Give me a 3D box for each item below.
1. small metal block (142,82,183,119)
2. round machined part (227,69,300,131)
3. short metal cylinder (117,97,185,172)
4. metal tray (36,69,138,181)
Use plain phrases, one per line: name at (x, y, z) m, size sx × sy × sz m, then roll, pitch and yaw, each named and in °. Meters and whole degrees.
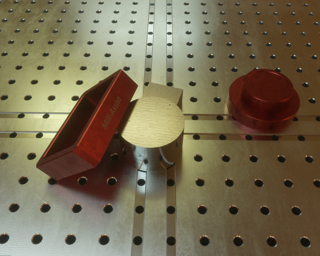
small metal block at (0.001, -0.034, 0.436) m, size 0.050 × 0.025 × 0.050 m, roll 14°, pitch 51°, yaw 11°
round machined part at (0.147, -0.046, 0.436) m, size 0.099 × 0.042 × 0.098 m, roll 0°, pitch 50°, yaw 0°
short metal cylinder at (-0.011, 0.007, 0.385) m, size 0.081 × 0.050 × 0.080 m, roll 0°, pitch 50°, yaw 0°
metal tray at (-0.085, -0.005, 0.373) m, size 0.090 × 0.030 × 0.130 m, roll -22°, pitch 35°, yaw 41°
